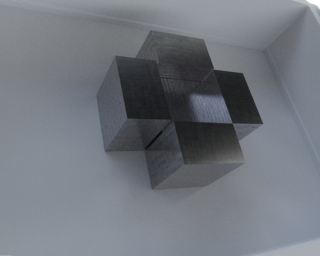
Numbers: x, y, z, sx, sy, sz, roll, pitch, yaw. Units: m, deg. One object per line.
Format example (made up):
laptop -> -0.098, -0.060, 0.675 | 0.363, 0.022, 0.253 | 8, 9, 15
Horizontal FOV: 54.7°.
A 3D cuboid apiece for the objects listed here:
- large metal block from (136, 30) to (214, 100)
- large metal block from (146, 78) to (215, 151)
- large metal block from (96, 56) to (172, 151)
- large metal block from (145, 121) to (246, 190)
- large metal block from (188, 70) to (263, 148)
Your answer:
large metal block -> 0.013, -0.081, 0.424 | 0.081, 0.080, 0.050 | 1, 62, -28
large metal block -> 0.020, -0.017, 0.407 | 0.081, 0.050, 0.080 | 1, 62, -28
large metal block -> -0.035, -0.026, 0.366 | 0.050, 0.080, 0.080 | 1, 62, -28
large metal block -> 0.038, 0.034, 0.368 | 0.081, 0.080, 0.050 | 2, 61, -27
large metal block -> 0.083, -0.022, 0.427 | 0.050, 0.080, 0.080 | 1, 62, -28
